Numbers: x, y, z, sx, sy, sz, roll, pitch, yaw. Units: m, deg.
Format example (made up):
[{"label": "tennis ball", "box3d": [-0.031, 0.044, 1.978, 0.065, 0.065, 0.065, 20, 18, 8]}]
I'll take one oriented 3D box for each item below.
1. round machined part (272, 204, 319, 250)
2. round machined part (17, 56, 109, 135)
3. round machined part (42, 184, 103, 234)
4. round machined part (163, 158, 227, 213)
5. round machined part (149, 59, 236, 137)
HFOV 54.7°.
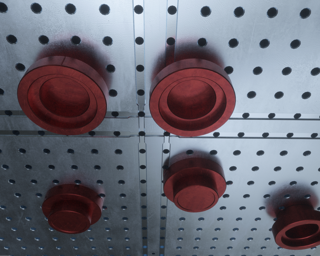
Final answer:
[{"label": "round machined part", "box3d": [0.249, 0.173, 0.552, 0.099, 0.042, 0.097, -1, 130, 0]}, {"label": "round machined part", "box3d": [-0.109, -0.041, 0.364, 0.099, 0.042, 0.097, -1, 130, 0]}, {"label": "round machined part", "box3d": [-0.148, 0.141, 0.519, 0.099, 0.042, 0.097, -1, 130, 0]}, {"label": "round machined part", "box3d": [0.055, 0.095, 0.483, 0.099, 0.042, 0.097, -1, 130, 0]}, {"label": "round machined part", "box3d": [0.037, -0.039, 0.368, 0.099, 0.042, 0.097, -1, 130, 0]}]
